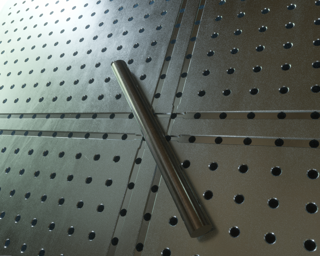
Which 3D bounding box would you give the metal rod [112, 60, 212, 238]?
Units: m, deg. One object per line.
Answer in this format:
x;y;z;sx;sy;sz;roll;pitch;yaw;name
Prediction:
-0.012;0.003;0.413;0.025;0.025;0.300;-33;51;7;metal rod
